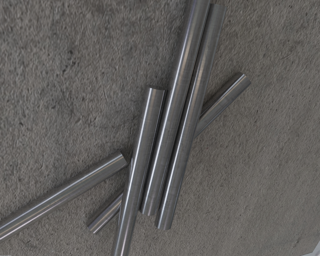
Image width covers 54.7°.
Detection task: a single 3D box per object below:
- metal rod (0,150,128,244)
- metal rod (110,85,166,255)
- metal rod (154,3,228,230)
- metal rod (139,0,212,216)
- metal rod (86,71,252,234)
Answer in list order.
[{"bbox_3d":[-0.175,0.115,0.382,0.301,0.025,0.025,-31,129,-8],"label":"metal rod"},{"bbox_3d":[-0.037,0.091,0.411,0.025,0.025,0.298,3,109,-30],"label":"metal rod"},{"bbox_3d":[0.035,-0.001,0.399,0.025,0.025,0.298,3,109,-30],"label":"metal rod"},{"bbox_3d":[0.016,-0.024,0.380,0.025,0.025,0.298,3,111,-30],"label":"metal rod"},{"bbox_3d":[0.011,0.036,0.434,0.300,0.025,0.025,-45,129,3],"label":"metal rod"}]
